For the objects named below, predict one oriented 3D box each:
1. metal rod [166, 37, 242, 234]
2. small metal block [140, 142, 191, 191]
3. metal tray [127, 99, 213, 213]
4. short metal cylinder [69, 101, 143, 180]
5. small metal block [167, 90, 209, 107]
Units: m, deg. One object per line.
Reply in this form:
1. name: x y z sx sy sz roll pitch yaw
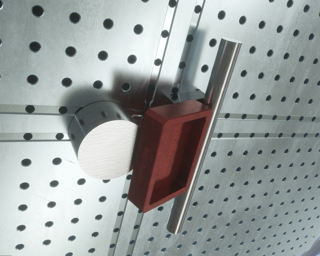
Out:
1. metal rod: 0.053 0.028 0.426 0.025 0.025 0.298 -1 119 -28
2. small metal block: 0.009 0.057 0.452 0.050 0.025 0.050 -43 130 1
3. metal tray: 0.012 0.034 0.386 0.091 0.030 0.129 -15 127 -44
4. short metal cylinder: -0.063 0.014 0.370 0.081 0.050 0.079 -14 125 -21
5. small metal block: 0.037 -0.020 0.421 0.050 0.025 0.050 -14 125 -21
